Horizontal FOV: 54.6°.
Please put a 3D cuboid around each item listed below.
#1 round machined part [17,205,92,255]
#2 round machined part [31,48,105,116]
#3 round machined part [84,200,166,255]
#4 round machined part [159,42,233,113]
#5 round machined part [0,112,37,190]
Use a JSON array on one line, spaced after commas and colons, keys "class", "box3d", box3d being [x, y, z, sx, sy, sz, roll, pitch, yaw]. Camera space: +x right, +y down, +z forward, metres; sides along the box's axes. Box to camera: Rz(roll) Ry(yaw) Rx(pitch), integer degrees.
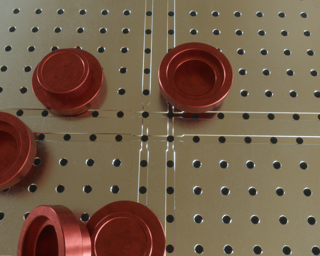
[{"class": "round machined part", "box3d": [-0.112, 0.134, 0.336, 0.098, 0.042, 0.098, -12, 72, 40]}, {"class": "round machined part", "box3d": [-0.128, -0.070, 0.428, 0.099, 0.042, 0.098, 0, 70, 0]}, {"class": "round machined part", "box3d": [-0.042, 0.133, 0.354, 0.099, 0.042, 0.098, 0, 70, 0]}, {"class": "round machined part", "box3d": [0.047, -0.065, 0.427, 0.099, 0.042, 0.098, 0, 70, 0]}, {"class": "round machined part", "box3d": [-0.204, 0.032, 0.390, 0.099, 0.042, 0.098, 0, 70, 0]}]
